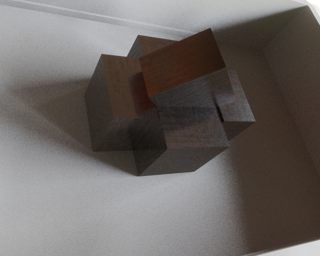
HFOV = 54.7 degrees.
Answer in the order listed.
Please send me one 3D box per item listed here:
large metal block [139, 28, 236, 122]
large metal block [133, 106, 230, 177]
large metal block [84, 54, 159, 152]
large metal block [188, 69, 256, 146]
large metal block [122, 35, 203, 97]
[{"bbox_3d":[0.033,-0.053,0.346,0.080,0.080,0.050,45,27,-62],"label":"large metal block"},{"bbox_3d":[0.021,0.017,0.369,0.081,0.080,0.050,0,62,-28],"label":"large metal block"},{"bbox_3d":[-0.048,-0.026,0.359,0.050,0.080,0.080,0,62,-28],"label":"large metal block"},{"bbox_3d":[0.071,-0.024,0.419,0.050,0.080,0.080,0,62,-29],"label":"large metal block"},{"bbox_3d":[-0.002,-0.071,0.411,0.081,0.080,0.050,0,62,-28],"label":"large metal block"}]
